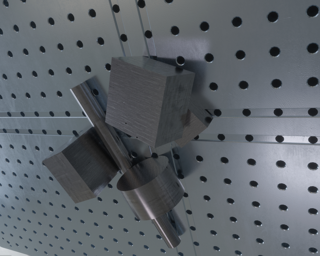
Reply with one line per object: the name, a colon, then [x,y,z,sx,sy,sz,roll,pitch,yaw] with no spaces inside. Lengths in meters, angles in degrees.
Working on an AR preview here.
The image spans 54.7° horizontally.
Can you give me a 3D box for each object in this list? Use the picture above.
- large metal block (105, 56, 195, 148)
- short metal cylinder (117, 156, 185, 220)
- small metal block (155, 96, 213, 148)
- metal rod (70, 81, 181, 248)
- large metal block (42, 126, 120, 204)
large metal block: [-0.014,-0.034,0.358,0.080,0.050,0.079,26,117,33]
short metal cylinder: [-0.013,0.082,0.433,0.080,0.080,0.050,-16,110,34]
small metal block: [0.029,-0.011,0.389,0.050,0.025,0.050,45,129,-3]
metal rod: [-0.046,0.066,0.475,0.025,0.025,0.299,-18,110,35]
large metal block: [-0.112,0.053,0.467,0.050,0.080,0.080,-24,106,36]
